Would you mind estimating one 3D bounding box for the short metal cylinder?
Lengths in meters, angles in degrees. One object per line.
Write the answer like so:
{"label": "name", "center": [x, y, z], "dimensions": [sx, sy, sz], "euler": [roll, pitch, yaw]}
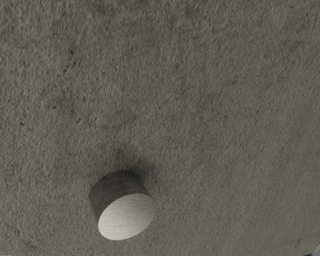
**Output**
{"label": "short metal cylinder", "center": [-0.052, 0.106, 0.427], "dimensions": [0.081, 0.050, 0.080], "euler": [-14, 124, -21]}
